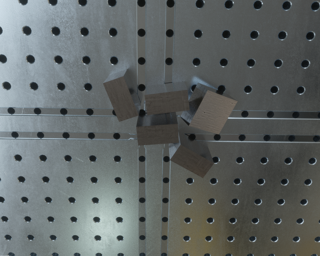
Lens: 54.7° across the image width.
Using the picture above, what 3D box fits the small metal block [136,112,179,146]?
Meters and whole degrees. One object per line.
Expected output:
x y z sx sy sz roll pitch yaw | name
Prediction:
-0.003 0.000 0.400 0.050 0.050 0.025 -4 110 1 | small metal block

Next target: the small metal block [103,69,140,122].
-0.045 -0.042 0.384 0.025 0.050 0.050 -18 109 6 | small metal block

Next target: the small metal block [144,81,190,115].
0.009 -0.038 0.386 0.050 0.050 0.025 -7 110 2 | small metal block

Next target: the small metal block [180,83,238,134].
0.062 -0.024 0.396 0.050 0.025 0.050 15 111 -31 | small metal block

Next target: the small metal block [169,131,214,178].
0.040 0.034 0.413 0.050 0.050 0.025 30 107 -11 | small metal block
